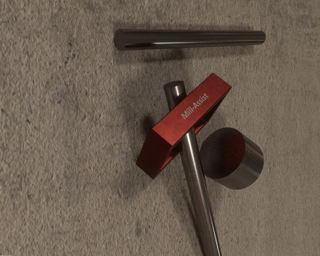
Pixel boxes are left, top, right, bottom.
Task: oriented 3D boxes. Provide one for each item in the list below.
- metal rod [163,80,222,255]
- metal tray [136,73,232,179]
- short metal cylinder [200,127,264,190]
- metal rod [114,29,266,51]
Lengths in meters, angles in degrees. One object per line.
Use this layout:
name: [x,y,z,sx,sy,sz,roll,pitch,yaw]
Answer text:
metal rod: [0.052,0.081,0.425,0.025,0.025,0.298,-32,118,-36]
metal tray: [0.030,-0.003,0.390,0.030,0.090,0.131,41,58,10]
short metal cylinder: [0.105,0.045,0.459,0.050,0.080,0.080,32,70,-36]
metal rod: [0.066,-0.133,0.462,0.302,0.025,0.025,-14,100,-39]
